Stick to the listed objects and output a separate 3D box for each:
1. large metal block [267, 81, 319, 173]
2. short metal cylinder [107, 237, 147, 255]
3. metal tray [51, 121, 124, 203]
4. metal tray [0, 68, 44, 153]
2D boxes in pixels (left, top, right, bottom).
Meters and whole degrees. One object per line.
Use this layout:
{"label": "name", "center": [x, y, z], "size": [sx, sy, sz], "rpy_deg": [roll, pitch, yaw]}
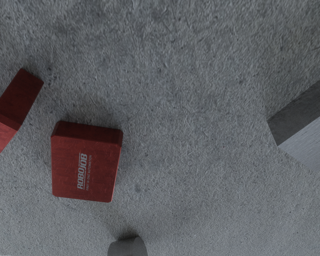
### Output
{"label": "large metal block", "center": [0.200, 0.001, 0.393], "size": [0.080, 0.050, 0.080], "rpy_deg": [30, 124, -24]}
{"label": "short metal cylinder", "center": [-0.059, 0.251, 0.585], "size": [0.050, 0.080, 0.080], "rpy_deg": [-15, 129, 12]}
{"label": "metal tray", "center": [-0.107, 0.053, 0.448], "size": [0.091, 0.030, 0.129], "rpy_deg": [9, 130, -8]}
{"label": "metal tray", "center": [-0.192, 0.001, 0.363], "size": [0.030, 0.090, 0.130], "rpy_deg": [34, 122, -25]}
